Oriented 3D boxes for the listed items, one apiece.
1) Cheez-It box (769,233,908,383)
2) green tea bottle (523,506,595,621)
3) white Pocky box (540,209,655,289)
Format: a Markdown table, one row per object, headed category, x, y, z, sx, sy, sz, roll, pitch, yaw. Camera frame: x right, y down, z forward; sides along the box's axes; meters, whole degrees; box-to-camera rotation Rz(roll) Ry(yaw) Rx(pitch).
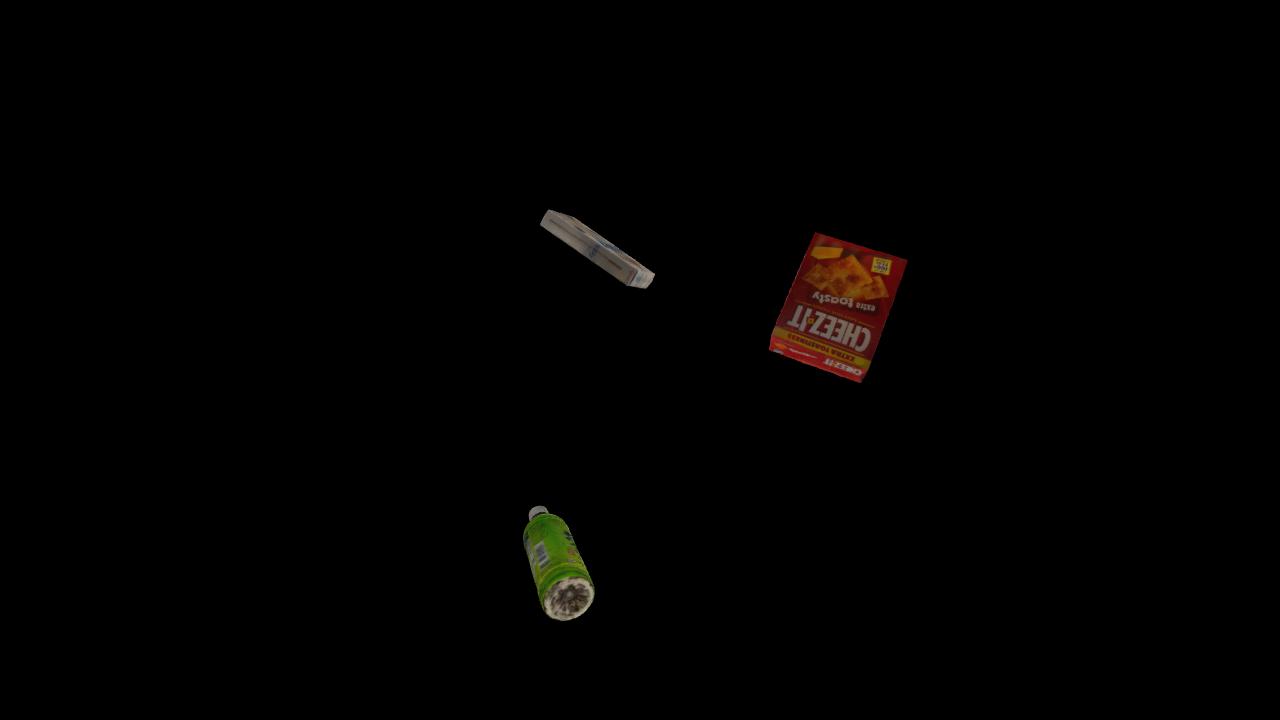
| category | x | y | z | sx | sy | sz | roll | pitch | yaw |
| --- | --- | --- | --- | --- | --- | --- | --- | --- | --- |
| Cheez-It box | 0.336 | -0.093 | 1.053 | 0.166 | 0.223 | 0.071 | 21 | -18 | 16 |
| green tea bottle | -0.124 | 0.269 | 0.862 | 0.073 | 0.073 | 0.212 | 0 | 19 | -21 |
| white Pocky box | -0.057 | -0.151 | 0.843 | 0.154 | 0.028 | 0.084 | 36 | 14 | 12 |
